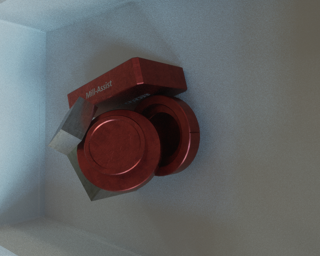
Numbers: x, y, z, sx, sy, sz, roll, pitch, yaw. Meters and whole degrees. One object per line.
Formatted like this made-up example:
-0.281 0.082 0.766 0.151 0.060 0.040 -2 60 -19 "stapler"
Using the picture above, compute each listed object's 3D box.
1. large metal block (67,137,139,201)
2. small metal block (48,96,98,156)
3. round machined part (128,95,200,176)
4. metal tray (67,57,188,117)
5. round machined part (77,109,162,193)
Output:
-0.067 0.045 0.423 0.050 0.081 0.080 -51 60 27 "large metal block"
-0.103 -0.002 0.367 0.050 0.025 0.050 -37 28 47 "small metal block"
0.009 0.009 0.386 0.098 0.042 0.097 0 90 39 "round machined part"
-0.043 -0.045 0.395 0.130 0.091 0.030 -19 79 38 "metal tray"
-0.048 0.023 0.356 0.099 0.042 0.098 -1 72 4 "round machined part"
